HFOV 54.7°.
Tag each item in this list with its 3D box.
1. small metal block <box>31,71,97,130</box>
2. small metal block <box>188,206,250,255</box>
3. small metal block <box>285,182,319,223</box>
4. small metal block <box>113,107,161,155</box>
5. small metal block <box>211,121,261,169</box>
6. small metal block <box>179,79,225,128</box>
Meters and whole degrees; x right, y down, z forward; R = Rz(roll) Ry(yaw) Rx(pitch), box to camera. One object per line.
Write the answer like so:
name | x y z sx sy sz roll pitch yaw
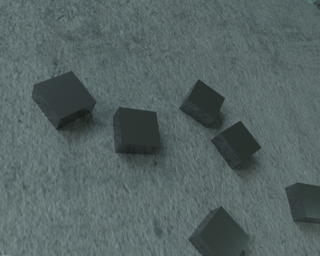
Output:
small metal block | -0.113 -0.033 0.364 0.050 0.025 0.050 -33 80 -38
small metal block | 0.070 0.130 0.364 0.050 0.025 0.050 48 51 5
small metal block | 0.218 0.111 0.456 0.050 0.025 0.050 12 57 -22
small metal block | -0.030 0.004 0.387 0.050 0.025 0.050 7 59 -25
small metal block | 0.111 0.024 0.451 0.050 0.025 0.050 -26 76 -37
small metal block | 0.063 -0.037 0.463 0.050 0.025 0.050 35 51 -6
